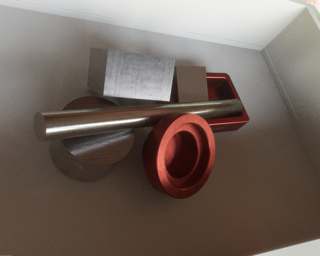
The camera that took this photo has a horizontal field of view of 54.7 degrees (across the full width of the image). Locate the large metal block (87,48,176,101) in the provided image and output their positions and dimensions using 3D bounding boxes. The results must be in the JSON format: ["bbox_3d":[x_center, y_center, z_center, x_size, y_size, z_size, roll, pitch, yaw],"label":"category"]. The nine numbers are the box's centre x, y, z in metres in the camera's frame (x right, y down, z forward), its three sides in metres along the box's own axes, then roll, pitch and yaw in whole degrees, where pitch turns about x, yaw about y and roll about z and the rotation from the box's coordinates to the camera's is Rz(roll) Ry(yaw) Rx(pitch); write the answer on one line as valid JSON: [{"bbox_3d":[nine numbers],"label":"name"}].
[{"bbox_3d":[-0.038,-0.067,0.380,0.081,0.080,0.050,2,103,-26],"label":"large metal block"}]

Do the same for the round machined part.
[{"bbox_3d":[0.018,0.030,0.365,0.099,0.042,0.097,-6,99,-42],"label":"round machined part"}]

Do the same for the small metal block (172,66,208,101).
[{"bbox_3d":[0.039,-0.060,0.435,0.050,0.025,0.050,-5,90,-31],"label":"small metal block"}]

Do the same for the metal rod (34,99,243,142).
[{"bbox_3d":[0.007,-0.017,0.366,0.302,0.025,0.025,-8,66,-44],"label":"metal rod"}]

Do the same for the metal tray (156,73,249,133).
[{"bbox_3d":[0.061,-0.038,0.457,0.131,0.030,0.090,-5,64,-31],"label":"metal tray"}]

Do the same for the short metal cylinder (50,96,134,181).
[{"bbox_3d":[-0.075,0.012,0.340,0.081,0.050,0.080,14,56,-21],"label":"short metal cylinder"}]
